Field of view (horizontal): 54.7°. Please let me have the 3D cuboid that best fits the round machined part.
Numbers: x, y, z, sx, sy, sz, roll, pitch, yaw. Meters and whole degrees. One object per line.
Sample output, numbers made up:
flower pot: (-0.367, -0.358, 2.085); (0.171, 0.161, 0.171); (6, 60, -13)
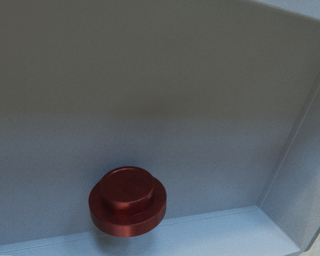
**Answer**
round machined part: (-0.041, 0.085, 0.393); (0.099, 0.098, 0.042); (-13, 124, -21)
